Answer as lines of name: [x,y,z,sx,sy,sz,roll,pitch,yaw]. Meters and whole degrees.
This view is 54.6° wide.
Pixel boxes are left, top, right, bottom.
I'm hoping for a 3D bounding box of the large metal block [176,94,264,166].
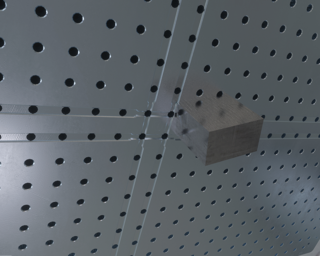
large metal block: [0.076,-0.001,0.415,0.081,0.080,0.050,-13,124,-22]
